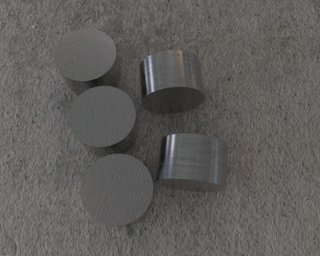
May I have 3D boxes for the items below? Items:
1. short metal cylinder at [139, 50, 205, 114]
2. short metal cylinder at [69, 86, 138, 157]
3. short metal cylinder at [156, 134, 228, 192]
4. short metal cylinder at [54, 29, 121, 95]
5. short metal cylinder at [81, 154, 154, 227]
[{"bbox_3d":[0.015,-0.057,0.400,0.081,0.080,0.050,-4,70,-2],"label":"short metal cylinder"},{"bbox_3d":[-0.069,-0.007,0.397,0.081,0.050,0.080,0,70,0],"label":"short metal cylinder"},{"bbox_3d":[0.038,0.043,0.363,0.080,0.080,0.050,6,70,2],"label":"short metal cylinder"},{"bbox_3d":[-0.097,-0.088,0.426,0.081,0.050,0.080,0,70,0],"label":"short metal cylinder"},{"bbox_3d":[-0.048,0.075,0.367,0.081,0.050,0.080,0,70,0],"label":"short metal cylinder"}]
